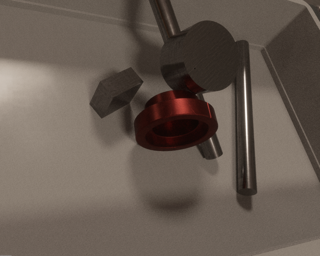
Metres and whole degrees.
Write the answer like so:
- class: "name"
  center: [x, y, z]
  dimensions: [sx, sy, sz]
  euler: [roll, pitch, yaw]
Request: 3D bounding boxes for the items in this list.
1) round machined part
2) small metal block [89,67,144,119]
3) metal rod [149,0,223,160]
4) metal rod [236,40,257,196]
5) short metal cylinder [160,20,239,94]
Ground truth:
- class: "round machined part"
  center: [0.018, -0.011, 0.376]
  dimensions: [0.099, 0.097, 0.042]
  euler: [5, 60, -26]
- class: "small metal block"
  center: [-0.055, -0.044, 0.388]
  dimensions: [0.050, 0.050, 0.025]
  euler: [-35, 82, -39]
- class: "metal rod"
  center: [0.023, -0.099, 0.401]
  dimensions: [0.025, 0.025, 0.298]
  euler: [-29, 103, -38]
- class: "metal rod"
  center: [0.137, -0.035, 0.503]
  dimensions: [0.025, 0.025, 0.300]
  euler: [21, 54, -17]
- class: "short metal cylinder"
  center: [0.047, -0.081, 0.370]
  dimensions: [0.081, 0.050, 0.079]
  euler: [1, 89, -30]
